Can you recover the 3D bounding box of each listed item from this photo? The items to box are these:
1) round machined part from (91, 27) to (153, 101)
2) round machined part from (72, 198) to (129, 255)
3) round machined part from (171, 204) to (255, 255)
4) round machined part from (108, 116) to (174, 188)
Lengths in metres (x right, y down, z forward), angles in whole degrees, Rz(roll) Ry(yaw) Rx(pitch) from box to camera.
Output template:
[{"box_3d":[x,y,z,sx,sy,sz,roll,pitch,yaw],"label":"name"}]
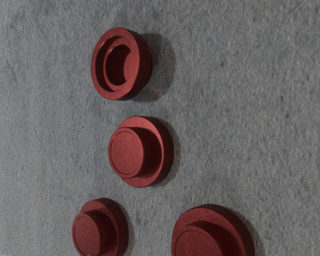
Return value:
[{"box_3d":[-0.049,-0.086,0.432,0.098,0.042,0.097,0,90,39],"label":"round machined part"},{"box_3d":[-0.097,0.159,0.471,0.098,0.042,0.097,0,90,39],"label":"round machined part"},{"box_3d":[0.052,0.139,0.350,0.098,0.042,0.097,0,90,39],"label":"round machined part"},{"box_3d":[-0.033,0.032,0.419,0.098,0.042,0.097,0,90,39],"label":"round machined part"}]
